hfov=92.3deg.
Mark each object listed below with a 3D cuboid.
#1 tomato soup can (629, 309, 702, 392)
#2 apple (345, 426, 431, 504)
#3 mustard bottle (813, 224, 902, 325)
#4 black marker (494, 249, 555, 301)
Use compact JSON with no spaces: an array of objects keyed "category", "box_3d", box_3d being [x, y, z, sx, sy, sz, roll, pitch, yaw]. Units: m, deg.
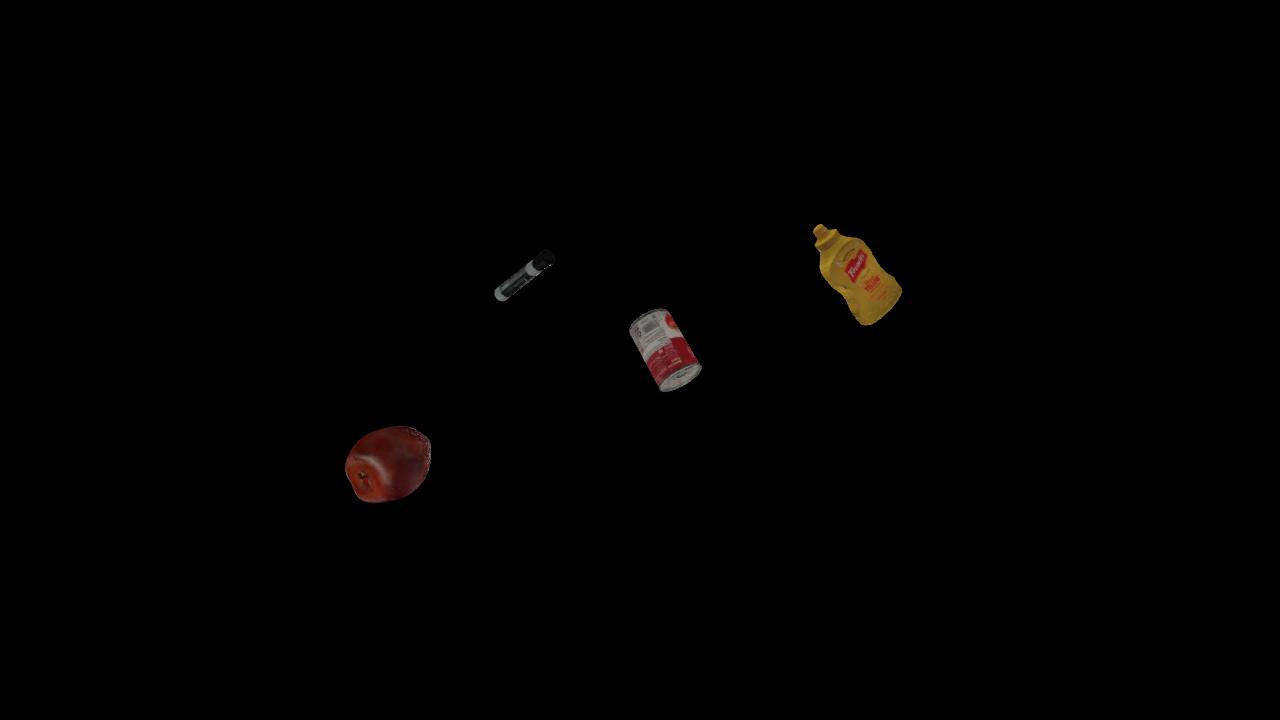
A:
[{"category":"tomato soup can","box_3d":[0.034,-0.014,0.877,0.068,0.101,0.068,-24,-23,-11]},{"category":"apple","box_3d":[-0.264,0.108,0.652,0.079,0.079,0.093,0,14,20]},{"category":"mustard bottle","box_3d":[0.347,-0.151,1.017,0.092,0.184,0.054,-44,12,-4]},{"category":"black marker","box_3d":[-0.136,-0.099,0.723,0.020,0.020,0.121,0,-17,-40]}]
